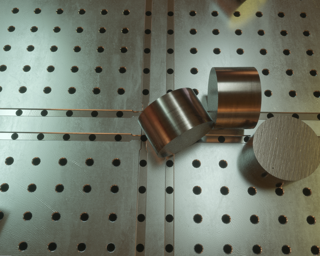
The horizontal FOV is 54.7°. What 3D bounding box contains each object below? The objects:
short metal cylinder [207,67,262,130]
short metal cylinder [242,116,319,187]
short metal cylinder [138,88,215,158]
[{"bbox_3d":[0.092,-0.038,0.397,0.050,0.080,0.080,-1,70,0],"label":"short metal cylinder"},{"bbox_3d":[0.150,0.031,0.388,0.081,0.050,0.080,0,70,0],"label":"short metal cylinder"},{"bbox_3d":[0.020,-0.006,0.385,0.080,0.080,0.050,-28,73,-10],"label":"short metal cylinder"}]
